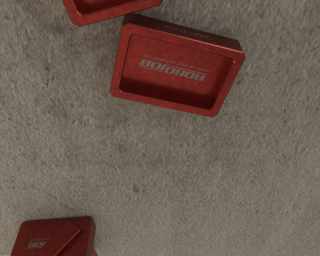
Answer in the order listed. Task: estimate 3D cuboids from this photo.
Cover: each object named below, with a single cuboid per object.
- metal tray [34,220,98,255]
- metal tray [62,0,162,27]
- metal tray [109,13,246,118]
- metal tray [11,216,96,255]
[{"bbox_3d":[-0.165,0.236,0.556,0.030,0.090,0.129,26,144,29],"label":"metal tray"},{"bbox_3d":[-0.056,-0.162,0.264,0.090,0.030,0.129,-12,130,9],"label":"metal tray"},{"bbox_3d":[0.016,-0.066,0.347,0.131,0.030,0.089,11,129,-10],"label":"metal tray"},{"bbox_3d":[-0.183,0.204,0.534,0.131,0.090,0.030,-5,134,4],"label":"metal tray"}]
